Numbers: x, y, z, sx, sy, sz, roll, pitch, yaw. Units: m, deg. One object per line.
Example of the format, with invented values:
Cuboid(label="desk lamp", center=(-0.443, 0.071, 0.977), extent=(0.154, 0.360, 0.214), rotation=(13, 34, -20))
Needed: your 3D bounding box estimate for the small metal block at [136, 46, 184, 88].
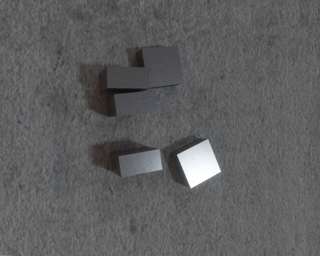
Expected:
Cuboid(label="small metal block", center=(0.000, -0.079, 0.410), extent=(0.050, 0.025, 0.050), rotation=(-10, 94, -20))

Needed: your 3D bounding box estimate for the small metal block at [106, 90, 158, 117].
Cuboid(label="small metal block", center=(-0.036, -0.029, 0.383), extent=(0.050, 0.050, 0.025), rotation=(-8, 93, -20))

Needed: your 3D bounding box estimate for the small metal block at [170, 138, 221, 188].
Cuboid(label="small metal block", center=(0.049, 0.048, 0.429), extent=(0.050, 0.025, 0.050), rotation=(-25, 99, -19))

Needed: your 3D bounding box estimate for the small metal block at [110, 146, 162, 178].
Cuboid(label="small metal block", center=(-0.031, 0.041, 0.385), extent=(0.050, 0.050, 0.025), rotation=(-9, 93, -20))

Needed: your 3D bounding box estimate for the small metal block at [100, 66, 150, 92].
Cuboid(label="small metal block", center=(-0.044, -0.058, 0.380), extent=(0.050, 0.050, 0.025), rotation=(-2, 91, -20))
